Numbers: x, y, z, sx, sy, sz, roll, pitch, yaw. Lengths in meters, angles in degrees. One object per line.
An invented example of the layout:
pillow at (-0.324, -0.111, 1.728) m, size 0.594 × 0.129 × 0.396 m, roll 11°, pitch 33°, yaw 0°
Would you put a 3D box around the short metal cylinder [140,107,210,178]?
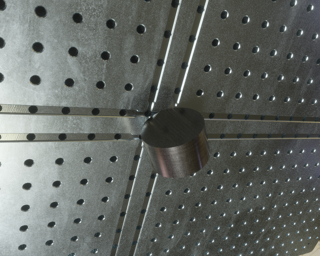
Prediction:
short metal cylinder at (0.020, 0.017, 0.396) m, size 0.080 × 0.080 × 0.050 m, roll -25°, pitch 127°, yaw -13°
